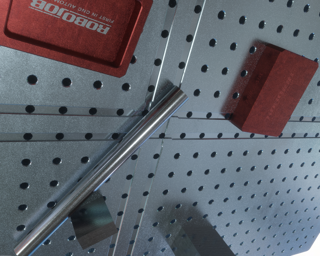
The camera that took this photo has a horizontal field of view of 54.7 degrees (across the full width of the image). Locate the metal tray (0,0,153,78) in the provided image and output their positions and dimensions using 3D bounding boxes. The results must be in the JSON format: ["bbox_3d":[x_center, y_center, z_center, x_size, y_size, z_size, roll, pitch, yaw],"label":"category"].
[{"bbox_3d":[-0.082,-0.108,0.296,0.131,0.030,0.089,11,113,-33],"label":"metal tray"}]

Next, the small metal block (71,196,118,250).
[{"bbox_3d":[-0.092,0.130,0.426,0.050,0.050,0.025,-23,127,-15],"label":"small metal block"}]

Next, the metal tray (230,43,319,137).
[{"bbox_3d":[0.174,-0.053,0.473,0.091,0.030,0.129,8,114,-32],"label":"metal tray"}]

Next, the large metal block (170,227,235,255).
[{"bbox_3d":[0.079,0.228,0.563,0.081,0.080,0.050,12,112,-34],"label":"large metal block"}]

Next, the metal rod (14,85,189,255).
[{"bbox_3d":[-0.078,0.059,0.406,0.300,0.025,0.025,-45,130,3],"label":"metal rod"}]
